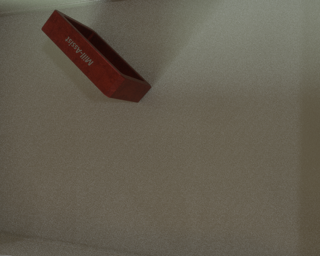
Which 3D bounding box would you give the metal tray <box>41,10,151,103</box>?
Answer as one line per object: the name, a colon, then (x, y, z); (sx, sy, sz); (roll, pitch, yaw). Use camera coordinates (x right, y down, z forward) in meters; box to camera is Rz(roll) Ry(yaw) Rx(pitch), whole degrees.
metal tray: (-0.079, -0.090, 0.402); (0.130, 0.090, 0.030); (45, 104, 14)
